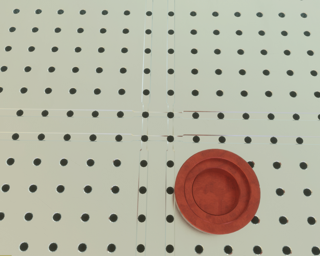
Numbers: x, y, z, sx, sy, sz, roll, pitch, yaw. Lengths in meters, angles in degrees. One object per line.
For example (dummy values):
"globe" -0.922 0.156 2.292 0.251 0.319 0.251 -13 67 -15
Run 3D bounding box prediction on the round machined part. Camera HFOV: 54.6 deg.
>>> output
"round machined part" 0.066 0.078 0.375 0.099 0.042 0.098 0 70 0
